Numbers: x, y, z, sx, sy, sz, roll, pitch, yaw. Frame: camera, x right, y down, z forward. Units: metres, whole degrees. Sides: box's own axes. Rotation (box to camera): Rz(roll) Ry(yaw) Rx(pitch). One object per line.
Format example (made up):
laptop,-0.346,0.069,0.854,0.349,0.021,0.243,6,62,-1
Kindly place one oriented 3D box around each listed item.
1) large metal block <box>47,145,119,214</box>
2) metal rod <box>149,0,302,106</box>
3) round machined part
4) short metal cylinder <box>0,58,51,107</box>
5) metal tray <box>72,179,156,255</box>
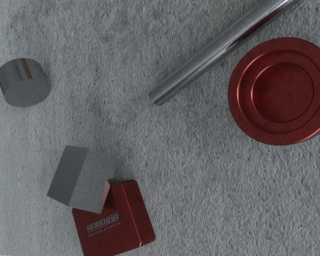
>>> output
large metal block,-0.114,0.073,0.454,0.080,0.050,0.080,0,68,51
metal rod,0.096,-0.110,0.324,0.299,0.025,0.025,-35,69,34
round machined part,0.119,-0.033,0.295,0.098,0.042,0.097,0,90,39
short metal cylinder,-0.251,-0.083,0.572,0.080,0.081,0.050,-43,64,31
metal tray,-0.074,0.141,0.460,0.130,0.030,0.090,-32,70,35
